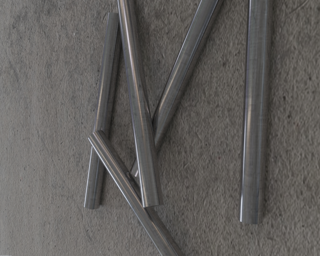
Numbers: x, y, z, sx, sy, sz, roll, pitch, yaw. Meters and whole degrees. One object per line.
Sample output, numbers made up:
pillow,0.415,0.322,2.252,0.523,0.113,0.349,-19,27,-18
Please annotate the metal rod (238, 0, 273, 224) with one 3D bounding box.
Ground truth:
metal rod,0.101,-0.052,0.321,0.025,0.025,0.298,4,92,40

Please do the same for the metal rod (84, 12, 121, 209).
metal rod,-0.087,-0.021,0.476,0.025,0.025,0.298,15,99,39

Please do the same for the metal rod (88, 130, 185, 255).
metal rod,-0.011,0.122,0.401,0.025,0.025,0.300,-50,65,29

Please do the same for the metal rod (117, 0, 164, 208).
metal rod,-0.029,-0.050,0.404,0.025,0.025,0.299,-22,68,38

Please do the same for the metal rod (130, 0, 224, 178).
metal rod,0.026,-0.068,0.383,0.025,0.025,0.298,36,112,34
